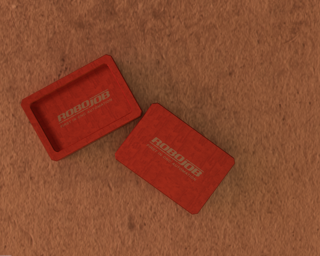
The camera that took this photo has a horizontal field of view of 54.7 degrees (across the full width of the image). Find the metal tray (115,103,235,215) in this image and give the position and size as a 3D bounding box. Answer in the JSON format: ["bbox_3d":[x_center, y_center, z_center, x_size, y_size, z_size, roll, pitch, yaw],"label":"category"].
[{"bbox_3d":[0.019,0.039,0.408,0.130,0.030,0.090,36,90,-1],"label":"metal tray"}]

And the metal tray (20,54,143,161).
[{"bbox_3d":[-0.099,-0.026,0.406,0.130,0.030,0.090,-29,90,-1],"label":"metal tray"}]
